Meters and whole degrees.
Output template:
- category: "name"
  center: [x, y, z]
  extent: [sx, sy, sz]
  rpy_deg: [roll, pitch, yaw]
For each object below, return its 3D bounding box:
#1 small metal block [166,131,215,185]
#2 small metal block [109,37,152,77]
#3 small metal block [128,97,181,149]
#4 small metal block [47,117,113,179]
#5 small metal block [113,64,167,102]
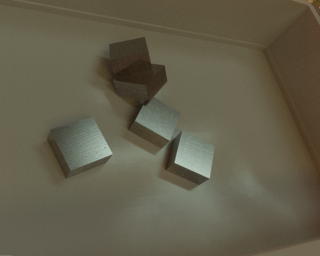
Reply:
- category: "small metal block"
  center: [0.040, 0.039, 0.403]
  extent: [0.050, 0.025, 0.050]
  rpy_deg: [26, 53, -13]
- category: "small metal block"
  center: [-0.040, -0.097, 0.418]
  extent: [0.050, 0.025, 0.050]
  rpy_deg: [-12, 39, -1]
- category: "small metal block"
  center: [-0.006, -0.009, 0.407]
  extent: [0.050, 0.025, 0.050]
  rpy_deg: [30, 52, -9]
- category: "small metal block"
  center: [-0.089, 0.021, 0.345]
  extent: [0.050, 0.025, 0.050]
  rpy_deg: [-21, 73, -36]
- category: "small metal block"
  center: [-0.025, -0.063, 0.414]
  extent: [0.050, 0.025, 0.050]
  rpy_deg: [13, 45, 27]
